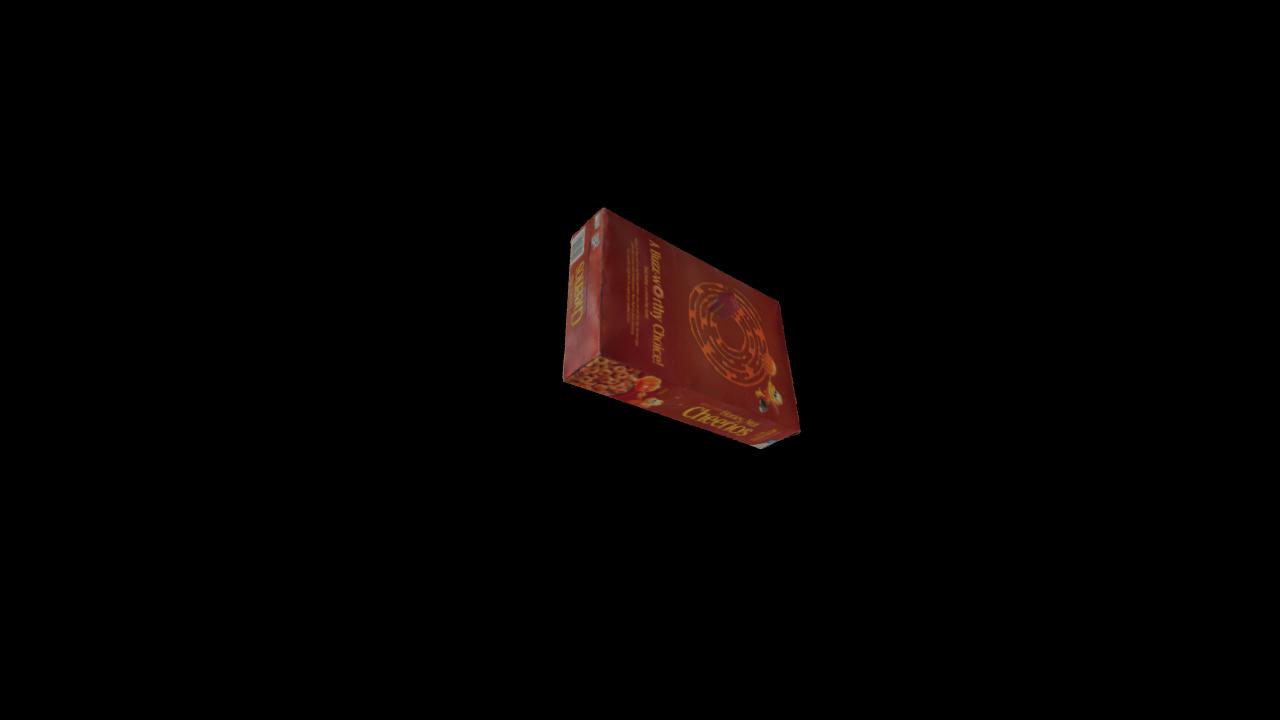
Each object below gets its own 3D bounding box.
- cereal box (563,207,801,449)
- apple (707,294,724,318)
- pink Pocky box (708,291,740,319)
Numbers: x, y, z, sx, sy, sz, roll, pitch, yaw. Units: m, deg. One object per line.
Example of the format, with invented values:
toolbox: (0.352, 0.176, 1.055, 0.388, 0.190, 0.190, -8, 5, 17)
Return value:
cereal box: (0.057, -0.028, 0.741, 0.306, 0.203, 0.081, 22, -38, -33)
apple: (-0.032, -0.021, 0.750, 0.079, 0.093, 0.079, 31, 11, -7)
pink Pocky box: (0.040, -0.035, 0.746, 0.155, 0.029, 0.084, -35, 20, -26)
